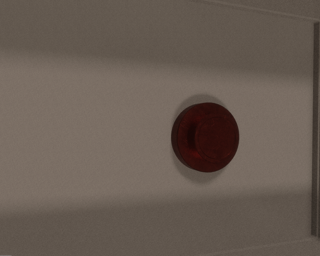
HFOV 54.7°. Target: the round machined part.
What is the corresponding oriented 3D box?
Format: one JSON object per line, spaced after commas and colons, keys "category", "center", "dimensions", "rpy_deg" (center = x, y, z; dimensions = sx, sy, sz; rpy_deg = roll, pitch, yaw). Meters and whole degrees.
{"category": "round machined part", "center": [0.069, 0.013, 0.428], "dimensions": [0.099, 0.042, 0.097], "rpy_deg": [0, 90, -21]}
